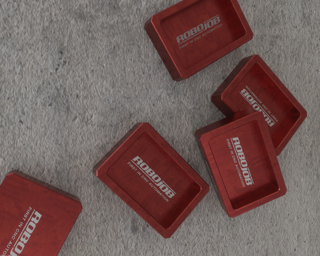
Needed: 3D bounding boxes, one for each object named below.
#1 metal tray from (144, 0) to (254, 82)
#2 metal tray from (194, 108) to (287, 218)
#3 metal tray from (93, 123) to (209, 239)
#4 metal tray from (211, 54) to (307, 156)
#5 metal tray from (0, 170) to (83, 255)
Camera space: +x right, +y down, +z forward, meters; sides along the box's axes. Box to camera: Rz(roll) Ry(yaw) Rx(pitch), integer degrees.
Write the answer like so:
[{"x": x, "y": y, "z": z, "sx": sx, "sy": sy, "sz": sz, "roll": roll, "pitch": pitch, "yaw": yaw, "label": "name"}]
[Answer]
[{"x": 0.056, "y": -0.133, "z": 0.426, "sx": 0.131, "sy": 0.030, "sz": 0.090, "roll": -33, "pitch": 101, "yaw": -17, "label": "metal tray"}, {"x": 0.112, "y": 0.048, "z": 0.428, "sx": 0.090, "sy": 0.030, "sz": 0.129, "roll": -23, "pitch": 105, "yaw": -4, "label": "metal tray"}, {"x": -0.009, "y": 0.067, "z": 0.402, "sx": 0.130, "sy": 0.030, "sz": 0.090, "roll": 46, "pitch": 76, "yaw": -14, "label": "metal tray"}, {"x": 0.149, "y": -0.032, "z": 0.461, "sx": 0.130, "sy": 0.030, "sz": 0.090, "roll": 44, "pitch": 76, "yaw": -15, "label": "metal tray"}, {"x": -0.159, "y": 0.124, "z": 0.348, "sx": 0.090, "sy": 0.030, "sz": 0.130, "roll": 30, "pitch": 80, "yaw": -18, "label": "metal tray"}]
